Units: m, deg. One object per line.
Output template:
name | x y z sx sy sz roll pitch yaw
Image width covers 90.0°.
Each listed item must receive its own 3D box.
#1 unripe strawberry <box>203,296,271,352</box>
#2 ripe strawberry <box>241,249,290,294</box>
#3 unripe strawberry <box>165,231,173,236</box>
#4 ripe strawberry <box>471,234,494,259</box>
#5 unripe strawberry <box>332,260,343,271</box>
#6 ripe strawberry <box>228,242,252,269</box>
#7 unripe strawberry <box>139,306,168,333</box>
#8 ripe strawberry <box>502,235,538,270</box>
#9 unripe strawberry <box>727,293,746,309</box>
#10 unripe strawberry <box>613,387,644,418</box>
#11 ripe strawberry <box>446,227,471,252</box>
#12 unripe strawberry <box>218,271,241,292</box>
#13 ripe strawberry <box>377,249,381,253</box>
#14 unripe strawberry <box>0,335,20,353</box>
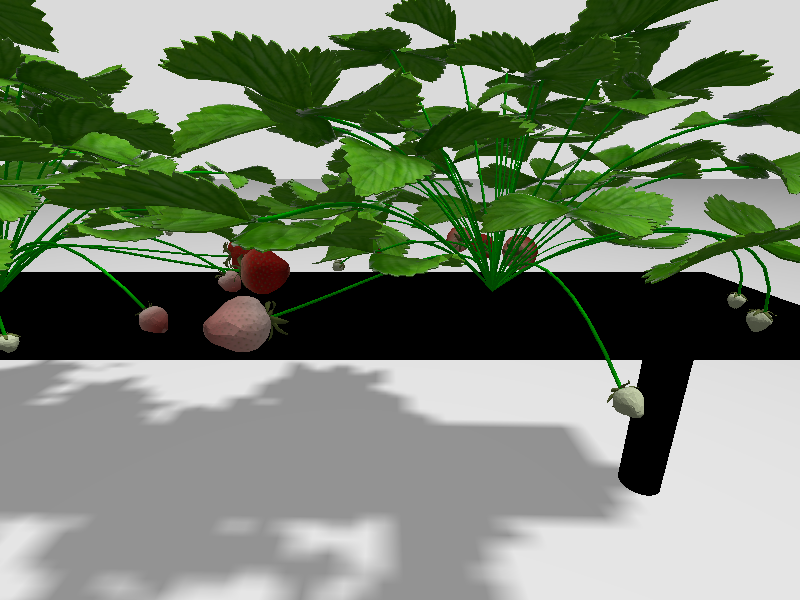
unripe strawberry | -0.099 0.015 0.243 0.037 0.032 0.037 -13 22 -32
ripe strawberry | -0.120 -0.026 0.361 0.042 0.041 0.039 0 19 0
unripe strawberry | -0.339 -0.099 0.588 0.011 0.010 0.010 2 19 6
ripe strawberry | 0.102 -0.067 0.496 0.029 0.031 0.031 2 18 7
unripe strawberry | -0.068 -0.037 0.433 0.013 0.013 0.012 -28 3 31
ripe strawberry | -0.163 -0.048 0.426 0.035 0.037 0.033 -6 19 -18
unripe strawberry | -0.166 0.015 0.272 0.019 0.019 0.018 42 30 9
ripe strawberry | 0.134 -0.053 0.444 0.037 0.039 0.041 10 21 28
unripe strawberry | 0.258 0.001 0.308 0.011 0.011 0.011 6 20 18
unripe strawberry | 0.104 0.047 0.181 0.013 0.014 0.014 -2 31 -6
ripe strawberry | 0.078 -0.082 0.539 0.032 0.034 0.035 -1 18 -2
unripe strawberry | -0.151 -0.016 0.357 0.020 0.019 0.018 -29 15 11
ripe strawberry | -0.026 -0.076 0.517 0.035 0.037 0.038 -12 21 -32
unripe strawberry | -0.237 0.026 0.242 0.011 0.011 0.010 -18 25 -42
